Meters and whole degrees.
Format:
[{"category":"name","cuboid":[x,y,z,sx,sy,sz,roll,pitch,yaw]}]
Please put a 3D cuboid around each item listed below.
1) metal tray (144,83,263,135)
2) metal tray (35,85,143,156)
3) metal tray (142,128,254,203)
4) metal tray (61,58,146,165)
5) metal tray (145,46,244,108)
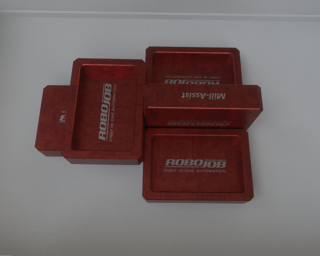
[{"category":"metal tray","cuboid":[0.048,-0.020,0.380,0.131,0.090,0.030,1,70,0]},{"category":"metal tray","cuboid":[-0.088,-0.009,0.406,0.131,0.030,0.090,0,70,-1]},{"category":"metal tray","cuboid":[0.045,0.047,0.388,0.131,0.030,0.090,1,70,0]},{"category":"metal tray","cuboid":[-0.064,-0.022,0.380,0.091,0.030,0.130,1,70,0]},{"category":"metal tray","cuboid":[0.045,-0.066,0.430,0.131,0.030,0.090,1,70,0]}]
